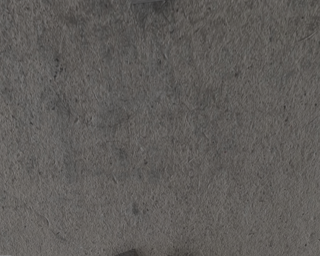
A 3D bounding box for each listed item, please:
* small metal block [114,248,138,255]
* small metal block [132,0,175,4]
[{"bbox_3d":[-0.054,0.227,0.493,0.050,0.025,0.050,-22,109,8],"label":"small metal block"},{"bbox_3d":[-0.009,-0.168,0.348,0.050,0.025,0.050,-6,110,2],"label":"small metal block"}]
